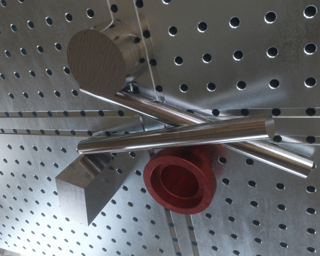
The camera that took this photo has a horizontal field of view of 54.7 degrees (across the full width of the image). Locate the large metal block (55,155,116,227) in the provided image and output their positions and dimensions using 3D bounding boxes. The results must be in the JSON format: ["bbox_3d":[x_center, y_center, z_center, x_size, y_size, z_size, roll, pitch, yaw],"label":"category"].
[{"bbox_3d":[-0.114,0.092,0.491,0.050,0.080,0.079,16,125,18],"label":"large metal block"}]

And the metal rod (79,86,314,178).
[{"bbox_3d":[0.033,-0.008,0.387,0.301,0.025,0.025,21,126,14],"label":"metal rod"}]

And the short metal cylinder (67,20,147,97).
[{"bbox_3d":[-0.063,-0.084,0.375,0.080,0.050,0.079,13,124,20],"label":"short metal cylinder"}]

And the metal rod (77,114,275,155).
[{"bbox_3d":[-0.007,0.015,0.396,0.300,0.025,0.025,-8,115,40],"label":"metal rod"}]

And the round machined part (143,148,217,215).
[{"bbox_3d":[0.030,0.067,0.425,0.098,0.042,0.097,13,124,20],"label":"round machined part"}]
